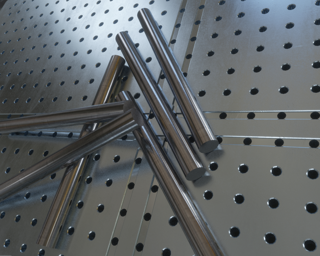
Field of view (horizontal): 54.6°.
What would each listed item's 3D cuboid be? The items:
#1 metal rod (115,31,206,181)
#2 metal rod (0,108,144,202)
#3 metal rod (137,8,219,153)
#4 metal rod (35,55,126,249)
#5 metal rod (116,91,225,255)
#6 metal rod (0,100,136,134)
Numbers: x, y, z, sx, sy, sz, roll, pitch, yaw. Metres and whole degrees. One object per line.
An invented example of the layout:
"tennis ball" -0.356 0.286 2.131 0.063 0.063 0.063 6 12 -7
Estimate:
"metal rod" -0.012 -0.052 0.447 0.025 0.025 0.300 -33 51 7
"metal rod" -0.150 0.051 0.428 0.300 0.025 0.025 -28 52 22
"metal rod" 0.015 -0.089 0.455 0.025 0.025 0.300 -29 52 10
"metal rod" -0.107 0.018 0.454 0.025 0.025 0.300 2 62 29
"metal rod" 0.006 0.054 0.372 0.025 0.025 0.300 -35 51 5
"metal rod" -0.162 -0.013 0.479 0.300 0.025 0.025 -5 59 34
